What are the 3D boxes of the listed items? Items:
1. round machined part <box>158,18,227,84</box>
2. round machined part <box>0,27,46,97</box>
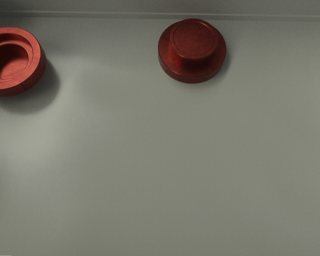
[{"bbox_3d":[0.046,-0.117,0.444,0.099,0.042,0.098,0,70,-1],"label":"round machined part"},{"bbox_3d":[-0.207,-0.087,0.430,0.099,0.042,0.098,0,70,-1],"label":"round machined part"}]
